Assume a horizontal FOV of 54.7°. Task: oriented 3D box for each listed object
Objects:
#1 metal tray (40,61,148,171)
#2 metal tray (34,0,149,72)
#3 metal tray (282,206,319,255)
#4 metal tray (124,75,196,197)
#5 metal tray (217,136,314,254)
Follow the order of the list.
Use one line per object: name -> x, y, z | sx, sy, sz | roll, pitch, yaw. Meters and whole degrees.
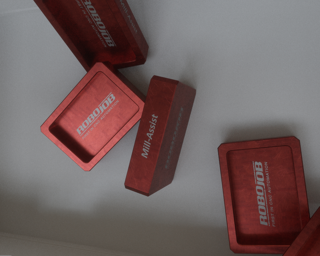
metal tray -> -0.087, -0.015, 0.422 | 0.090, 0.030, 0.130 | 44, 105, -5
metal tray -> -0.079, -0.128, 0.384 | 0.090, 0.130, 0.030 | -7, 53, 19
metal tray -> 0.157, 0.137, 0.273 | 0.090, 0.131, 0.030 | 23, 141, 45
metal tray -> 0.004, 0.008, 0.373 | 0.030, 0.090, 0.129 | 16, 95, 19
metal tray -> 0.122, 0.078, 0.364 | 0.090, 0.030, 0.129 | -7, 88, 19
